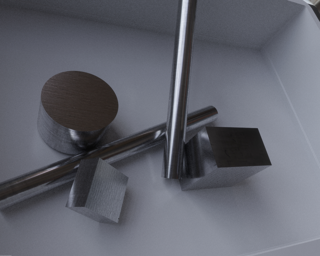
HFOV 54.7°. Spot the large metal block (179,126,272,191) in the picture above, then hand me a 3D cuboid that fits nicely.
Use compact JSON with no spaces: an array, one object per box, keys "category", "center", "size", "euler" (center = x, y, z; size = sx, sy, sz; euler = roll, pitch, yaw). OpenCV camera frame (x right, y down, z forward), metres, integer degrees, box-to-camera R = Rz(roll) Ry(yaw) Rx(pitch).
[{"category":"large metal block","center":[0.075,0.040,0.388],"size":[0.081,0.080,0.050],"euler":[2,61,-28]}]

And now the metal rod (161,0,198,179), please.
[{"category":"metal rod","center":[0.029,-0.086,0.396],"size":[0.025,0.025,0.298],"euler":[9,82,-24]}]

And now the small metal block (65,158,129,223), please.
[{"category":"small metal block","center":[-0.062,0.065,0.316],"size":[0.050,0.025,0.050],"euler":[46,45,-44]}]

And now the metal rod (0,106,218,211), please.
[{"category":"metal rod","center":[-0.037,0.022,0.373],"size":[0.302,0.025,0.025],"euler":[-21,73,-36]}]

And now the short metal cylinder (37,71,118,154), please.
[{"category":"short metal cylinder","center":[-0.093,-0.017,0.347],"size":[0.081,0.050,0.080],"euler":[13,53,-18]}]
